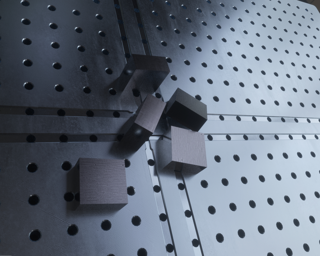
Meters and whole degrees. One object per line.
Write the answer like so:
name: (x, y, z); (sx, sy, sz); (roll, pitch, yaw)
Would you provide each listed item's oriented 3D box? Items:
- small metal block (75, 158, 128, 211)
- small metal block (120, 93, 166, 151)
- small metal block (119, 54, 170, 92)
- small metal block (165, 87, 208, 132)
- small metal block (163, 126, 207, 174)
small metal block: (-0.065, 0.061, 0.337); (0.050, 0.025, 0.050); (6, 59, -26)
small metal block: (-0.021, -0.007, 0.386); (0.025, 0.050, 0.050); (30, 52, -10)
small metal block: (-0.022, -0.074, 0.427); (0.050, 0.050, 0.025); (-2, 63, -30)
small metal block: (0.038, -0.026, 0.434); (0.050, 0.025, 0.050); (31, 26, -9)
small metal block: (0.032, 0.029, 0.409); (0.050, 0.025, 0.050); (13, 56, -22)
